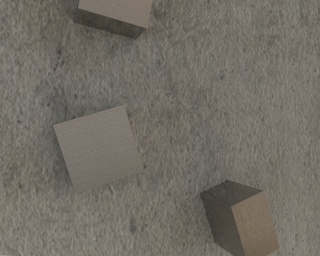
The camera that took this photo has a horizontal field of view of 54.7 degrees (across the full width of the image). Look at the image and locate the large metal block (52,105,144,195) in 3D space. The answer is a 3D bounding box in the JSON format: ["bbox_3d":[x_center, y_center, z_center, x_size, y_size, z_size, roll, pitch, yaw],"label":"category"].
[{"bbox_3d":[-0.075,0.023,0.369,0.081,0.050,0.080,-18,97,-19],"label":"large metal block"}]

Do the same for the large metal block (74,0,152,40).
[{"bbox_3d":[-0.054,-0.163,0.376,0.081,0.050,0.080,10,87,-20],"label":"large metal block"}]

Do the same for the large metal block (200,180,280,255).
[{"bbox_3d":[0.105,0.124,0.420,0.050,0.080,0.080,-20,97,-19],"label":"large metal block"}]
